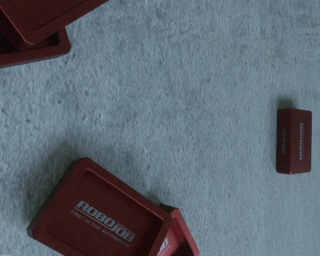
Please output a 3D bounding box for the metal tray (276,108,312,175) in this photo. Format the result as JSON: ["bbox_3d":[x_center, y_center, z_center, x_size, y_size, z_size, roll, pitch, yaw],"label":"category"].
[{"bbox_3d":[0.278,0.027,0.639,0.091,0.030,0.129,2,89,-40],"label":"metal tray"}]

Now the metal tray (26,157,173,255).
[{"bbox_3d":[-0.058,0.103,0.331,0.130,0.030,0.090,39,60,-19],"label":"metal tray"}]

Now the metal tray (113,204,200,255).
[{"bbox_3d":[-0.012,0.172,0.393,0.131,0.030,0.090,-38,113,-34],"label":"metal tray"}]

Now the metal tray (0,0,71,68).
[{"bbox_3d":[-0.145,-0.123,0.280,0.091,0.030,0.129,-24,105,-38],"label":"metal tray"}]

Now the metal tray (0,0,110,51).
[{"bbox_3d":[-0.098,-0.141,0.279,0.131,0.030,0.090,-46,118,-30],"label":"metal tray"}]
